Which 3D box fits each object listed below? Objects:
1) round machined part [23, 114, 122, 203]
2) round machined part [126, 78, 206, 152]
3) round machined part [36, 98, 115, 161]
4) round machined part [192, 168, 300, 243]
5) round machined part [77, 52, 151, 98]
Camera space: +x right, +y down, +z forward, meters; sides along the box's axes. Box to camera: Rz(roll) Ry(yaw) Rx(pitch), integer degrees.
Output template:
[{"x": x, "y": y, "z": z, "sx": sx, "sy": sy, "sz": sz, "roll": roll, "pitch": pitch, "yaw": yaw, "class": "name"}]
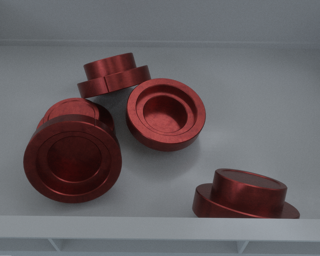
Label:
[{"x": -0.092, "y": 0.030, "z": 0.339, "sx": 0.099, "sy": 0.097, "sz": 0.042, "roll": -9, "pitch": 24, "yaw": -8, "class": "round machined part"}, {"x": 0.005, "y": -0.013, "z": 0.396, "sx": 0.099, "sy": 0.042, "sz": 0.098, "roll": 5, "pitch": 58, "yaw": -8, "class": "round machined part"}, {"x": -0.108, "y": -0.001, "z": 0.394, "sx": 0.099, "sy": 0.042, "sz": 0.098, "roll": 0, "pitch": 50, "yaw": 0, "class": "round machined part"}, {"x": 0.084, "y": 0.068, "z": 0.300, "sx": 0.098, "sy": 0.098, "sz": 0.042, "roll": 11, "pitch": 95, "yaw": 9, "class": "round machined part"}, {"x": -0.065, "y": -0.074, "z": 0.421, "sx": 0.098, "sy": 0.042, "sz": 0.098, "roll": -14, "pitch": 12, "yaw": 3, "class": "round machined part"}]
